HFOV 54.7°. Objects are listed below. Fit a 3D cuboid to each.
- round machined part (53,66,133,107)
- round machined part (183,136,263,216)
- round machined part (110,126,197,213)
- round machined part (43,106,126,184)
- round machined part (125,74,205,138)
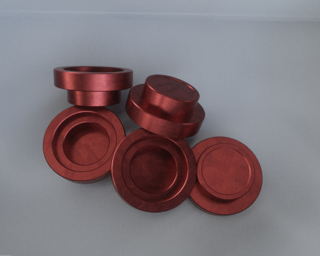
[{"bbox_3d":[-0.084,-0.054,0.399,0.099,0.098,0.042,3,106,0],"label":"round machined part"},{"bbox_3d":[0.077,0.056,0.379,0.099,0.042,0.098,0,70,-1],"label":"round machined part"},{"bbox_3d":[-0.010,0.050,0.368,0.099,0.042,0.098,3,76,-13],"label":"round machined part"},{"bbox_3d":[-0.090,0.022,0.389,0.099,0.042,0.098,0,70,-1],"label":"round machined part"},{"bbox_3d":[0.010,-0.033,0.382,0.099,0.042,0.098,15,30,-8],"label":"round machined part"}]
